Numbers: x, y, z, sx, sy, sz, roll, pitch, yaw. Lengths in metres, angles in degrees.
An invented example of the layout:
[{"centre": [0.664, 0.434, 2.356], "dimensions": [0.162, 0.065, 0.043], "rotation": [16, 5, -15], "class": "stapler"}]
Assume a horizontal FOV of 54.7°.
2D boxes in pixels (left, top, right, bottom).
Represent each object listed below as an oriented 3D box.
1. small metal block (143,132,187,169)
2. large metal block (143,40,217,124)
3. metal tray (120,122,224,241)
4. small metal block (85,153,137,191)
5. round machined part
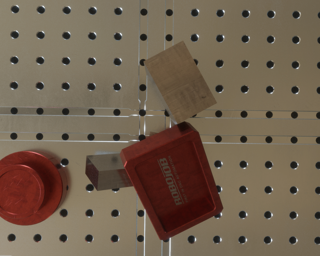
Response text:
[{"centre": [0.007, 0.033, 0.414], "dimensions": [0.050, 0.025, 0.050], "rotation": [10, 90, -1], "class": "small metal block"}, {"centre": [0.023, -0.051, 0.386], "dimensions": [0.050, 0.080, 0.080], "rotation": [-28, 90, 0], "class": "large metal block"}, {"centre": [0.018, 0.067, 0.378], "dimensions": [0.090, 0.030, 0.129], "rotation": [-25, 117, -7], "class": "metal tray"}, {"centre": [-0.061, 0.053, 0.389], "dimensions": [0.050, 0.050, 0.025], "rotation": [-2, 107, -30], "class": "small metal block"}, {"centre": [-0.176, 0.079, 0.403], "dimensions": [0.099, 0.042, 0.097], "rotation": [0, 90, -1], "class": "round machined part"}]
